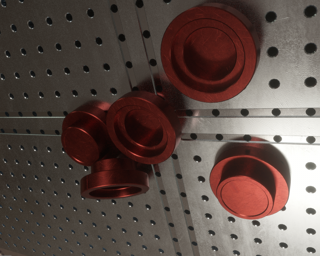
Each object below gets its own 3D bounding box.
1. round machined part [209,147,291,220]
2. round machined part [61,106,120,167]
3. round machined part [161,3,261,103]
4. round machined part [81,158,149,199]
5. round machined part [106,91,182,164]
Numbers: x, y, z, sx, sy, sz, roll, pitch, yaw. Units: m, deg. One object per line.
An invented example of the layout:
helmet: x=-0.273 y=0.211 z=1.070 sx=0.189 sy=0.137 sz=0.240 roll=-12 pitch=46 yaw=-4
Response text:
round machined part: x=0.109 y=0.075 z=0.389 sx=0.098 sy=0.042 sz=0.097 roll=13 pitch=124 yaw=20
round machined part: x=-0.108 y=0.019 z=0.467 sx=0.098 sy=0.042 sz=0.097 roll=13 pitch=124 yaw=20
round machined part: x=0.054 y=-0.079 z=0.322 sx=0.098 sy=0.042 sz=0.097 roll=13 pitch=124 yaw=20
round machined part: x=-0.067 y=0.074 z=0.457 sx=0.098 sy=0.099 sz=0.042 roll=-25 pitch=61 yaw=36
round machined part: x=-0.017 y=-0.004 z=0.405 sx=0.098 sy=0.042 sz=0.097 roll=13 pitch=124 yaw=20
